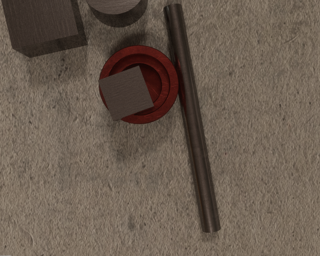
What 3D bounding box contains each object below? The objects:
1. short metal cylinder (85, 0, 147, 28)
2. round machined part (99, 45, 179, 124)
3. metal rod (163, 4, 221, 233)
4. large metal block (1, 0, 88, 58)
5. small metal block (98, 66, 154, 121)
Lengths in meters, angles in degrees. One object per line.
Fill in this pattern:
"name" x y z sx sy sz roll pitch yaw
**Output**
"short metal cylinder" -0.057 -0.176 0.397 0.081 0.050 0.079 0 90 -1
"round machined part" -0.026 -0.054 0.401 0.099 0.042 0.097 0 90 -1
"metal rod" 0.042 -0.013 0.410 0.025 0.025 0.298 -10 90 0
"large metal block" -0.146 -0.143 0.395 0.080 0.050 0.080 -13 90 -1
"small metal block" -0.039 -0.040 0.368 0.050 0.025 0.050 -20 90 -1
